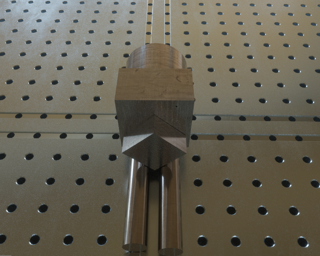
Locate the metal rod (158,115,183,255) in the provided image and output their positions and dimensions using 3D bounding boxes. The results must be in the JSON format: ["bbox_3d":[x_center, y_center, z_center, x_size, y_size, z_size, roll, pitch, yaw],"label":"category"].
[{"bbox_3d":[0.012,0.008,0.403,0.025,0.025,0.300,1,50,0],"label":"metal rod"}]

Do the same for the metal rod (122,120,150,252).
[{"bbox_3d":[-0.023,0.005,0.405,0.025,0.025,0.300,1,50,0],"label":"metal rod"}]

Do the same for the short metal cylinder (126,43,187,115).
[{"bbox_3d":[-0.005,-0.060,0.394,0.081,0.080,0.050,1,50,0],"label":"short metal cylinder"}]

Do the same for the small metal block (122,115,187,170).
[{"bbox_3d":[-0.006,0.018,0.346,0.050,0.050,0.025,33,41,-33],"label":"small metal block"}]

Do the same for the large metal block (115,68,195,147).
[{"bbox_3d":[-0.005,-0.022,0.358,0.081,0.080,0.050,0,50,0],"label":"large metal block"}]
